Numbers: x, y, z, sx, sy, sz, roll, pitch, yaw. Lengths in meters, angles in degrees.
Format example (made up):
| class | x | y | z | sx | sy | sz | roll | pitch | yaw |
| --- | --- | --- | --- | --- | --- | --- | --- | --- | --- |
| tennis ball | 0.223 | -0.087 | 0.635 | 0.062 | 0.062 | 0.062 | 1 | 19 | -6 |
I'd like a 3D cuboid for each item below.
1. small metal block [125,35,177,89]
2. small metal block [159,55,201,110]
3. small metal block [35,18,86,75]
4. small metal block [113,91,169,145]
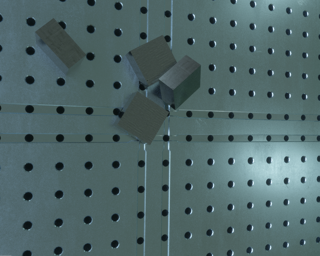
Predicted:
| class | x | y | z | sx | sy | sz | roll | pitch | yaw |
| --- | --- | --- | --- | --- | --- | --- | --- | --- | --- |
| small metal block | -0.009 | -0.087 | 0.410 | 0.050 | 0.025 | 0.050 | -31 | 101 | -18 |
| small metal block | 0.027 | -0.059 | 0.408 | 0.025 | 0.050 | 0.050 | 41 | 74 | 22 |
| small metal block | -0.115 | -0.091 | 0.357 | 0.025 | 0.050 | 0.050 | -45 | 104 | -15 |
| small metal block | -0.025 | -0.012 | 0.404 | 0.050 | 0.025 | 0.050 | 33 | 79 | -17 |
